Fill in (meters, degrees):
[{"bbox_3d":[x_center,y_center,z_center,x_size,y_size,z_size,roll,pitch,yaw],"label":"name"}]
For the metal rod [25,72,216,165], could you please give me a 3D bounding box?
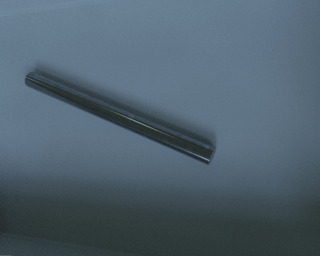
[{"bbox_3d":[-0.067,-0.020,0.432,0.301,0.025,0.025,23,98,18],"label":"metal rod"}]
